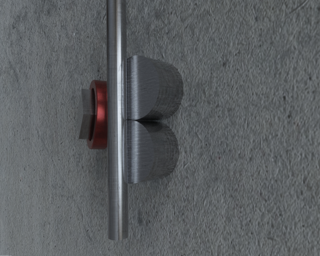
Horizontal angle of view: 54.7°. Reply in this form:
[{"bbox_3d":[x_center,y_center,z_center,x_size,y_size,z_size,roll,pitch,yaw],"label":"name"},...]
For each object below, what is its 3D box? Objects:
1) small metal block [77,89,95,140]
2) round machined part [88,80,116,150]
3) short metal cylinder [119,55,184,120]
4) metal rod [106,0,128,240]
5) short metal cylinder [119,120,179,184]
[{"bbox_3d":[-0.100,-0.019,0.436,0.050,0.025,0.050,114,150,-42],"label":"small metal block"},{"bbox_3d":[-0.077,-0.018,0.443,0.098,0.042,0.097,-177,90,-69],"label":"round machined part"},{"bbox_3d":[-0.016,-0.050,0.404,0.080,0.050,0.079,0,90,40],"label":"short metal cylinder"},{"bbox_3d":[-0.053,-0.014,0.386,0.025,0.025,0.298,-1,89,40],"label":"metal rod"},{"bbox_3d":[-0.022,0.030,0.408,0.080,0.050,0.080,-1,89,40],"label":"short metal cylinder"}]
